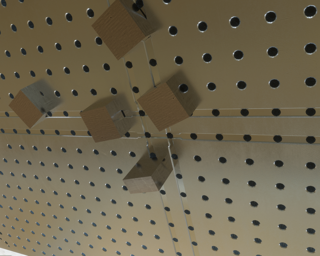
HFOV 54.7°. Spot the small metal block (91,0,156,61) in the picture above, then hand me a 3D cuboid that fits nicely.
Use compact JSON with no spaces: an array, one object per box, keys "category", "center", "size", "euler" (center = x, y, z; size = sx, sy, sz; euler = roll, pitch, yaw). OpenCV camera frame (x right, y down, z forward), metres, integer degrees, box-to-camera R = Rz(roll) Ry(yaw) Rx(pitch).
[{"category":"small metal block","center":[-0.043,-0.116,0.361],"size":[0.050,0.025,0.050],"euler":[-30,102,37]}]

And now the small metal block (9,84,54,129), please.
[{"category":"small metal block","center":[-0.206,-0.034,0.496],"size":[0.050,0.025,0.050],"euler":[-34,100,38]}]

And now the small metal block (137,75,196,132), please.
[{"category":"small metal block","center":[0.008,-0.030,0.387],"size":[0.050,0.025,0.050],"euler":[-27,104,37]}]

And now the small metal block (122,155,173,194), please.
[{"category":"small metal block","center":[-0.017,0.067,0.444],"size":[0.050,0.050,0.025],"euler":[-13,112,33]}]

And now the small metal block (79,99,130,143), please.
[{"category":"small metal block","center":[-0.079,-0.010,0.445],"size":[0.050,0.025,0.050],"euler":[-11,113,32]}]
